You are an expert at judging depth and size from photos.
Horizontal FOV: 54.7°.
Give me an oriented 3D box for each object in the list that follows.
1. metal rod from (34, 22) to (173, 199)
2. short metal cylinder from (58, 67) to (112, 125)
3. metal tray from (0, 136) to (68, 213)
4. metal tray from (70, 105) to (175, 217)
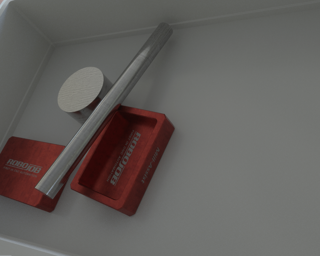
[{"bbox_3d":[-0.063,-0.040,0.422,0.025,0.025,0.300,14,60,33],"label":"metal rod"},{"bbox_3d":[-0.106,-0.046,0.472,0.080,0.050,0.080,-13,56,20],"label":"short metal cylinder"},{"bbox_3d":[-0.195,0.065,0.462,0.130,0.030,0.090,7,65,30],"label":"metal tray"},{"bbox_3d":[-0.048,0.037,0.403,0.090,0.030,0.130,14,68,33],"label":"metal tray"}]
